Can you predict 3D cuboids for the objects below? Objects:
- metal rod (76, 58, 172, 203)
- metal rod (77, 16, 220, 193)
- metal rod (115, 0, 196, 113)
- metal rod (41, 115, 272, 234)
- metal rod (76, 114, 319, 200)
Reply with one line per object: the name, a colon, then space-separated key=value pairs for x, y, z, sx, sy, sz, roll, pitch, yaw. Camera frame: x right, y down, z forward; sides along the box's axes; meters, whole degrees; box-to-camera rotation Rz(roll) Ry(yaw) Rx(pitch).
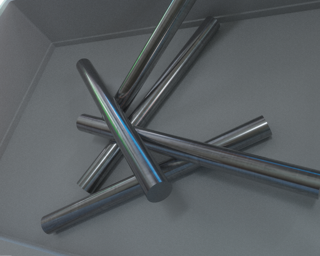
metal rod: x=-0.061 y=-0.022 z=0.387 sx=0.025 sy=0.025 sz=0.300 roll=-39 pitch=42 yaw=1
metal rod: x=-0.010 y=-0.038 z=0.433 sx=0.025 sy=0.025 sz=0.300 roll=29 pitch=77 yaw=37
metal rod: x=-0.003 y=-0.109 z=0.396 sx=0.298 sy=0.025 sz=0.025 roll=-55 pitch=49 yaw=19
metal rod: x=-0.013 y=0.061 z=0.373 sx=0.301 sy=0.025 sz=0.025 roll=-26 pitch=53 yaw=11
metal rod: x=0.017 y=0.021 z=0.349 sx=0.300 sy=0.025 sz=0.025 roll=13 pitch=69 yaw=33
